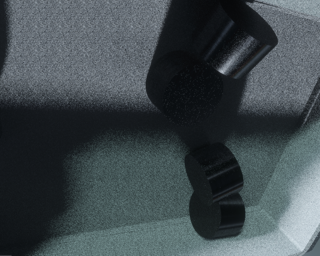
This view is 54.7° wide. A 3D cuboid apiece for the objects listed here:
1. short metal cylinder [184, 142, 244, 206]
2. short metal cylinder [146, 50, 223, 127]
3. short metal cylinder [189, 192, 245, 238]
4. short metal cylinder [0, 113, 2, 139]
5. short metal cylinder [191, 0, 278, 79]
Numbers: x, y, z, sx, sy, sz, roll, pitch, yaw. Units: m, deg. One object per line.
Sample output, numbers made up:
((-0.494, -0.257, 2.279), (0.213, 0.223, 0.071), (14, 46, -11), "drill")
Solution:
((0.078, 0.067, 0.457), (0.050, 0.080, 0.080), (-21, 127, -16), "short metal cylinder")
((0.029, -0.048, 0.378), (0.081, 0.050, 0.079), (-14, 124, -21), "short metal cylinder")
((0.092, 0.136, 0.507), (0.050, 0.080, 0.079), (5, 116, -31), "short metal cylinder")
((-0.182, -0.015, 0.264), (0.081, 0.080, 0.050), (-6, 121, -26), "short metal cylinder")
((0.083, -0.102, 0.346), (0.081, 0.080, 0.050), (9, 140, -32), "short metal cylinder")
